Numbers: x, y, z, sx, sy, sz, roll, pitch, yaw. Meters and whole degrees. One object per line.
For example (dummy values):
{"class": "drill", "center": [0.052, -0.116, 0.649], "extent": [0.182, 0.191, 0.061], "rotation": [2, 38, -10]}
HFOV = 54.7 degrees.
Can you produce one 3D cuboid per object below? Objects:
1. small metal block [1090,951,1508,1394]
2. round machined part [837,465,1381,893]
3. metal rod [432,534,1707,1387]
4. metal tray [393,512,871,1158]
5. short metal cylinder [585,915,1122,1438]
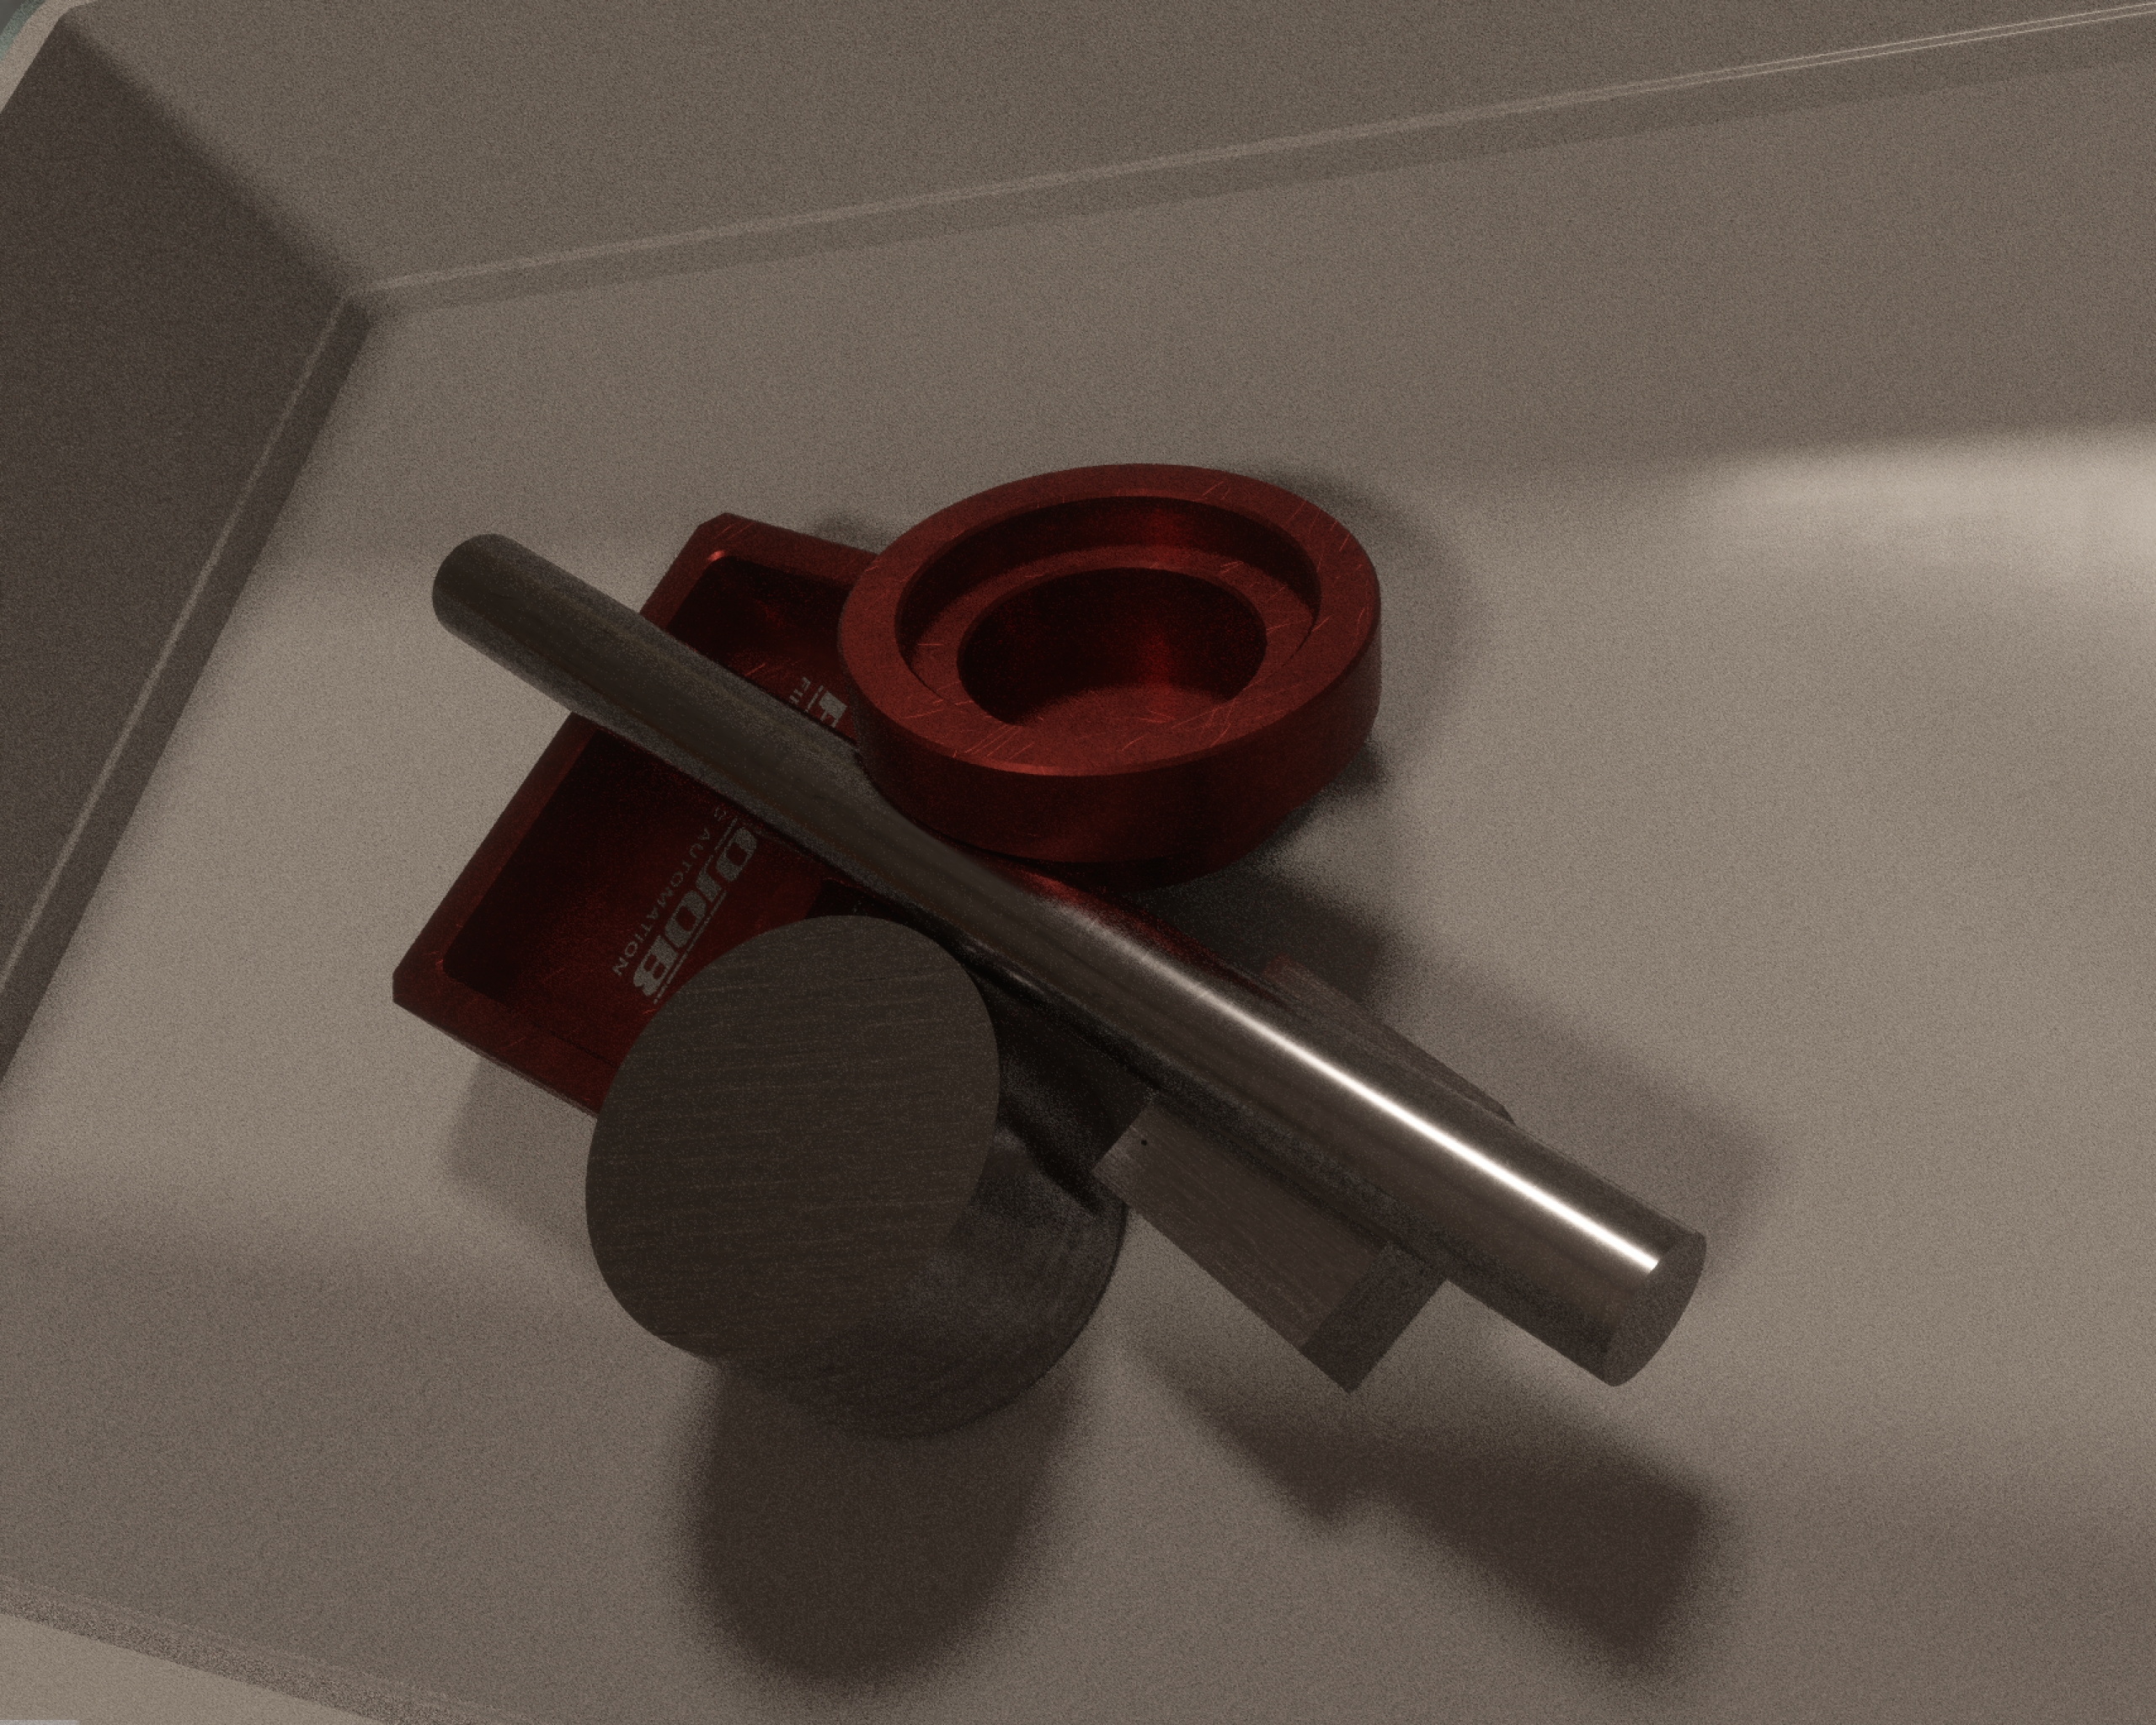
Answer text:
{"class": "small metal block", "center": [0.040, 0.051, 0.350], "extent": [0.050, 0.025, 0.050], "rotation": [-49, 52, -7]}
{"class": "round machined part", "center": [0.007, -0.032, 0.391], "extent": [0.099, 0.042, 0.098], "rotation": [-4, 41, 4]}
{"class": "metal rod", "center": [-0.025, 0.001, 0.378], "extent": [0.300, 0.025, 0.025], "rotation": [30, 78, 35]}
{"class": "metal tray", "center": [-0.075, -0.007, 0.441], "extent": [0.090, 0.030, 0.130], "rotation": [20, 72, 35]}
{"class": "short metal cylinder", "center": [-0.039, 0.056, 0.371], "extent": [0.080, 0.050, 0.080], "rotation": [-13, 56, 20]}
